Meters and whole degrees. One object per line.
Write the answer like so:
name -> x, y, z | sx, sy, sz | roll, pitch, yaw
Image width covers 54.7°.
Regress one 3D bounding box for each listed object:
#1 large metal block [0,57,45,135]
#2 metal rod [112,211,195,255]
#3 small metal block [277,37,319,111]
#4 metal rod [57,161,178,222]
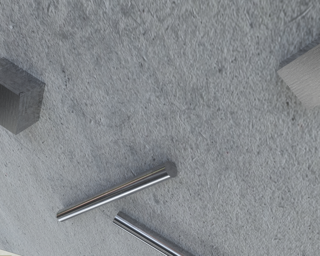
large metal block -> -0.233, -0.049, 0.480 | 0.080, 0.050, 0.079 | 32, 128, 6
metal rod -> 0.054, 0.226, 0.516 | 0.301, 0.025, 0.025 | 28, 128, 9
small metal block -> 0.150, -0.053, 0.295 | 0.050, 0.025, 0.050 | 49, 128, -7
metal rod -> -0.089, 0.115, 0.522 | 0.299, 0.025, 0.025 | -29, 103, 37
